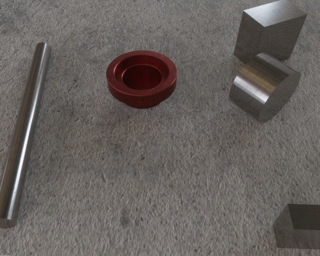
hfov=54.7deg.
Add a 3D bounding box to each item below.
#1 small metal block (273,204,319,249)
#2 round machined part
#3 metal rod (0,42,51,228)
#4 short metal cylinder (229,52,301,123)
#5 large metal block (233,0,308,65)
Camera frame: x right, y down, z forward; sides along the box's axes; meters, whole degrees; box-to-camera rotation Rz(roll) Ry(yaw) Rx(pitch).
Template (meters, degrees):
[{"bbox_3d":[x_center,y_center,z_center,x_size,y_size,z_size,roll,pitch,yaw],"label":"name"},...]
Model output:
[{"bbox_3d":[0.146,0.099,0.306,0.050,0.050,0.025,2,50,1],"label":"small metal block"},{"bbox_3d":[-0.026,-0.066,0.447,0.099,0.042,0.098,0,50,0],"label":"round machined part"},{"bbox_3d":[-0.177,-0.016,0.414,0.025,0.025,0.300,-4,50,-4],"label":"metal rod"},{"bbox_3d":[0.139,-0.053,0.414,0.081,0.080,0.050,-32,58,-24],"label":"short metal cylinder"},{"bbox_3d":[0.173,-0.148,0.494,0.081,0.080,0.050,-21,53,-17],"label":"large metal block"}]
